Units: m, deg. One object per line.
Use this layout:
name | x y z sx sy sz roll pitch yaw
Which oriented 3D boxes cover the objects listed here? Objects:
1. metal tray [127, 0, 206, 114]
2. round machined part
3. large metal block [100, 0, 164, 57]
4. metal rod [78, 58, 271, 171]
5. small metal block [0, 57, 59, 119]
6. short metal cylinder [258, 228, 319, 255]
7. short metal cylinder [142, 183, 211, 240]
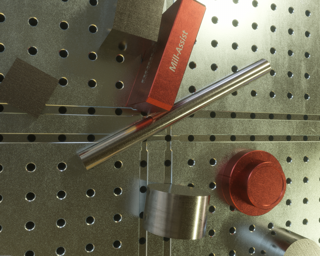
metal tray | 0.005 -0.084 0.379 0.030 0.090 0.129 21 83 -19
round machined part | 0.145 0.082 0.457 0.099 0.042 0.097 0 90 -20
large metal block | -0.033 -0.138 0.371 0.050 0.080 0.080 11 86 -20
metal rod | 0.032 -0.026 0.424 0.302 0.025 0.025 -28 100 -18
small metal block | -0.152 -0.045 0.356 0.050 0.025 0.050 30 80 -18
short metal cylinder | 0.198 0.200 0.473 0.081 0.050 0.080 0 90 -20
short metal cylinder | 0.020 0.102 0.391 0.081 0.080 0.050 8 88 -20
